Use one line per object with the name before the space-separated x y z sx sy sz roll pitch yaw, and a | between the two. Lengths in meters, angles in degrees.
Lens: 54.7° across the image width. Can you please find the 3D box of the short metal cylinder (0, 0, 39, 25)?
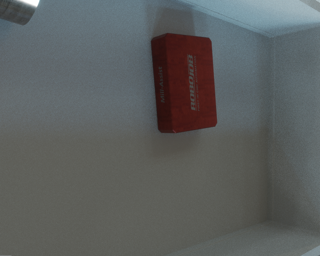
short metal cylinder | -0.133 -0.134 0.259 0.050 0.080 0.080 8 85 -40

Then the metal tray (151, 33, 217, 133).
metal tray | 0.036 -0.062 0.436 0.091 0.030 0.129 -8 96 -40
